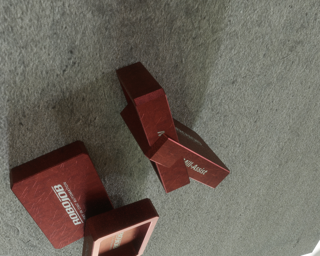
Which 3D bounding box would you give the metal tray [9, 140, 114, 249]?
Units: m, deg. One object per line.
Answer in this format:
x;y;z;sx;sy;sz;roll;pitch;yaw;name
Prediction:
-0.117;0.088;0.394;0.091;0.030;0.129;-25;128;-13;metal tray

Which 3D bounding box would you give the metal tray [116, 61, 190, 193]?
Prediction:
-0.008;0.000;0.354;0.030;0.090;0.129;-23;125;-7;metal tray

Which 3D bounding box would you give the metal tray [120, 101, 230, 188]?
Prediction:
0.020;0.019;0.381;0.131;0.090;0.030;30;106;-41;metal tray

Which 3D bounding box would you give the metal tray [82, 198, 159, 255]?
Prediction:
-0.060;0.157;0.438;0.091;0.030;0.129;-13;141;-28;metal tray
